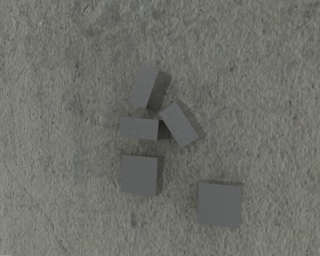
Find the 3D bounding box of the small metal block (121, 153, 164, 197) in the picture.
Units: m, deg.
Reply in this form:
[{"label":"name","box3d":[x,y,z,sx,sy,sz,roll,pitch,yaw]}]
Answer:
[{"label":"small metal block","box3d":[-0.024,0.062,0.416,0.050,0.025,0.050,3,91,19]}]

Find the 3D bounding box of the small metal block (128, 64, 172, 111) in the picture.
[{"label":"small metal block","box3d":[-0.012,-0.051,0.399,0.025,0.050,0.050,22,97,18]}]

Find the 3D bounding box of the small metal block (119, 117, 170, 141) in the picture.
[{"label":"small metal block","box3d":[-0.018,0.000,0.401,0.050,0.050,0.025,5,92,19]}]

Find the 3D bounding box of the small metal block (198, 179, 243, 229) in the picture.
[{"label":"small metal block","box3d":[0.075,0.092,0.382,0.050,0.025,0.050,2,91,19]}]

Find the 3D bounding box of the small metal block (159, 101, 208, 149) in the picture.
[{"label":"small metal block","box3d":[0.030,-0.004,0.385,0.025,0.050,0.050,-35,79,16]}]
